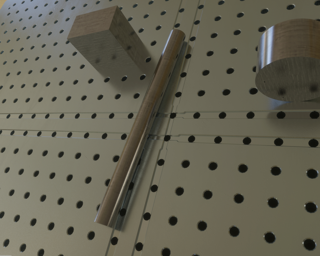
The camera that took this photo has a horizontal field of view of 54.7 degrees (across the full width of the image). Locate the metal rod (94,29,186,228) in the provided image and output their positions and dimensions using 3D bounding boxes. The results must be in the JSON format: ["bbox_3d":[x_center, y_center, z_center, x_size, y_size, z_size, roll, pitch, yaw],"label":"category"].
[{"bbox_3d":[-0.020,-0.014,0.427,0.025,0.025,0.300,7,65,31],"label":"metal rod"}]

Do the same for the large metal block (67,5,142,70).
[{"bbox_3d":[-0.088,-0.144,0.508,0.080,0.080,0.050,-3,61,27],"label":"large metal block"}]

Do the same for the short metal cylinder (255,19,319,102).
[{"bbox_3d":[0.148,-0.071,0.339,0.080,0.080,0.050,-2,61,27],"label":"short metal cylinder"}]
